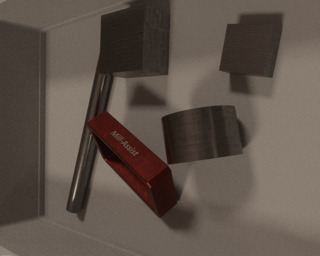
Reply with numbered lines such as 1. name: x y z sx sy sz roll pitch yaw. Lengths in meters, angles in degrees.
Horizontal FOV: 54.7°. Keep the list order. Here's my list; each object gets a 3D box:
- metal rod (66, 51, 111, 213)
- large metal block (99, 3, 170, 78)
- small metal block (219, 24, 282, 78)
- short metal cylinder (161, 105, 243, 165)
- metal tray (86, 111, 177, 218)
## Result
1. metal rod: -0.108 -0.003 0.492 0.025 0.025 0.298 24 105 37
2. large metal block: -0.035 -0.112 0.417 0.080 0.050 0.079 3 92 39
3. small metal block: 0.095 -0.082 0.327 0.050 0.025 0.050 15 99 38
4. short metal cylinder: 0.044 0.009 0.333 0.080 0.081 0.050 -13 82 39
5. metal tray: -0.036 0.045 0.396 0.130 0.030 0.090 39 156 32
